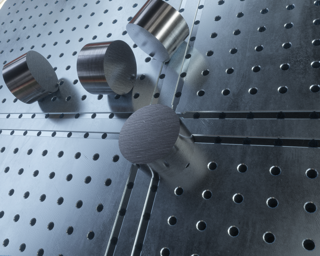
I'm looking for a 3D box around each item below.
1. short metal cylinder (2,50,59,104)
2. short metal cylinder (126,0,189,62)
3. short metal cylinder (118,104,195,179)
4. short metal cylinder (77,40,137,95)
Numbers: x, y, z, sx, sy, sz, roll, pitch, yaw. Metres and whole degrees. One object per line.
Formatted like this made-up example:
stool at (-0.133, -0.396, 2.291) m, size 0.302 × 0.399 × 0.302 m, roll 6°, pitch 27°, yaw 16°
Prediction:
short metal cylinder at (-0.226, -0.089, 0.546) m, size 0.050 × 0.080 × 0.080 m, roll -25°, pitch 53°, yaw 13°
short metal cylinder at (-0.003, -0.145, 0.464) m, size 0.080 × 0.080 × 0.050 m, roll 29°, pitch 78°, yaw 37°
short metal cylinder at (-0.004, 0.017, 0.384) m, size 0.080 × 0.050 × 0.080 m, roll -13°, pitch 56°, yaw 21°
short metal cylinder at (-0.079, -0.090, 0.470) m, size 0.050 × 0.080 × 0.080 m, roll 4°, pitch 64°, yaw 30°
